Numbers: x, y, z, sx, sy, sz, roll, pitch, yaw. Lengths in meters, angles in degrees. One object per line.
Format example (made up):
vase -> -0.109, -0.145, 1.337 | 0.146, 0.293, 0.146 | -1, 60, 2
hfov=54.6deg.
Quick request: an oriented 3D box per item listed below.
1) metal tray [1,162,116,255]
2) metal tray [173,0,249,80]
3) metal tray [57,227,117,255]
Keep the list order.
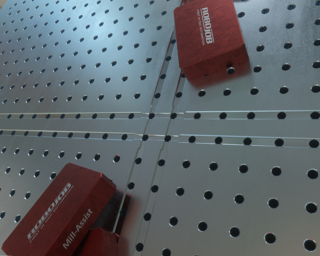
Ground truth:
metal tray -> -0.122, 0.108, 0.377 | 0.090, 0.030, 0.130 | 6, 54, 47
metal tray -> 0.071, -0.140, 0.455 | 0.090, 0.030, 0.130 | -16, 55, 19
metal tray -> -0.093, 0.185, 0.341 | 0.090, 0.030, 0.130 | -18, 54, 17
